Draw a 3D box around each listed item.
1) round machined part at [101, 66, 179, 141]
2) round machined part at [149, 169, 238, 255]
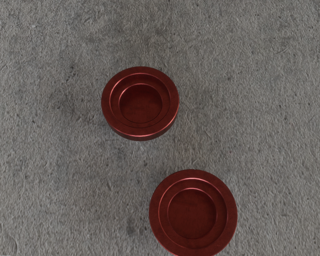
[{"bbox_3d":[-0.025,-0.029,0.409,0.099,0.042,0.098,0,70,0],"label":"round machined part"},{"bbox_3d":[0.037,0.100,0.363,0.099,0.042,0.098,0,70,0],"label":"round machined part"}]
